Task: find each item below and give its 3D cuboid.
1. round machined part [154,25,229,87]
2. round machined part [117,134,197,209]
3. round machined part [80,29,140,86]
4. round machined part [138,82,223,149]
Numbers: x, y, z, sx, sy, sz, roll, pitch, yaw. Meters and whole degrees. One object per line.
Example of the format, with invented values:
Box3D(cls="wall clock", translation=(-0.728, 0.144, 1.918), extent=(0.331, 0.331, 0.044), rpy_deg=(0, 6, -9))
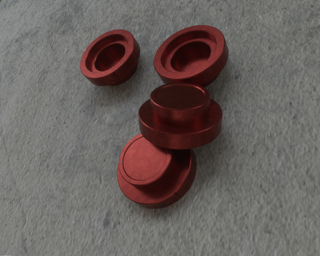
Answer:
Box3D(cls="round machined part", translation=(0.045, -0.090, 0.421), extent=(0.098, 0.042, 0.098), rpy_deg=(-14, 52, 19))
Box3D(cls="round machined part", translation=(-0.009, 0.043, 0.370), extent=(0.098, 0.042, 0.098), rpy_deg=(-13, 56, 20))
Box3D(cls="round machined part", translation=(-0.075, -0.107, 0.496), extent=(0.098, 0.042, 0.098), rpy_deg=(-13, 56, 20))
Box3D(cls="round machined part", translation=(0.024, -0.021, 0.363), extent=(0.099, 0.042, 0.098), rpy_deg=(-1, 33, 1))
